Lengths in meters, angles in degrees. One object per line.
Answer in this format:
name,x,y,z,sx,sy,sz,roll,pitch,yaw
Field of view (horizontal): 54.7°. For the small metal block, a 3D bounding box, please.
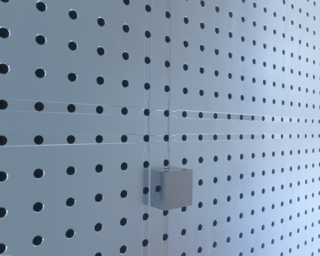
small metal block,0.018,0.082,0.424,0.050,0.025,0.050,1,89,-40
